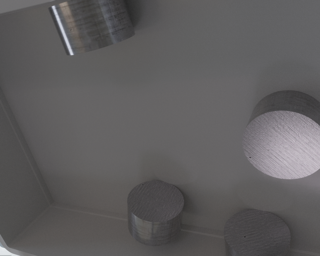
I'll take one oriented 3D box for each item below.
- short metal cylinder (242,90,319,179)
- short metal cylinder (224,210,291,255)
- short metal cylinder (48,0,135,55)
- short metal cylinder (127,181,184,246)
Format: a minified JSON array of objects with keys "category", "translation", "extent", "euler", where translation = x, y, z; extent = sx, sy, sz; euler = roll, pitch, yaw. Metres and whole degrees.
[{"category":"short metal cylinder","translation":[0.133,0.007,0.327],"extent":[0.080,0.050,0.079],"euler":[13,124,21]},{"category":"short metal cylinder","translation":[0.125,0.153,0.402],"extent":[0.080,0.080,0.050],"euler":[4,120,26]},{"category":"short metal cylinder","translation":[-0.073,-0.117,0.339],"extent":[0.080,0.080,0.050],"euler":[-2,117,29]},{"category":"short metal cylinder","translation":[-0.007,0.123,0.453],"extent":[0.080,0.080,0.050],"euler":[16,125,19]}]
